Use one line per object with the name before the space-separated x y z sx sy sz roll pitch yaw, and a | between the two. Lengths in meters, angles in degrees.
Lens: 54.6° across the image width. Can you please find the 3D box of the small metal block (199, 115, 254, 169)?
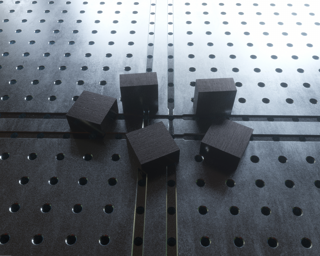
small metal block | 0.084 0.017 0.394 0.050 0.025 0.050 23 54 18

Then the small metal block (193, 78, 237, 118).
small metal block | 0.074 -0.041 0.427 0.050 0.050 0.025 -3 50 -2

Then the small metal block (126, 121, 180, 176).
small metal block | -0.009 0.024 0.387 0.050 0.025 0.050 -20 53 -16

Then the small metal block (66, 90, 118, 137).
small metal block | -0.092 -0.021 0.425 0.050 0.025 0.050 15 52 12

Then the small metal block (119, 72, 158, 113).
small metal block | -0.029 -0.049 0.433 0.050 0.050 0.025 -5 50 -4
